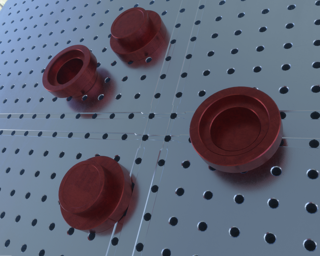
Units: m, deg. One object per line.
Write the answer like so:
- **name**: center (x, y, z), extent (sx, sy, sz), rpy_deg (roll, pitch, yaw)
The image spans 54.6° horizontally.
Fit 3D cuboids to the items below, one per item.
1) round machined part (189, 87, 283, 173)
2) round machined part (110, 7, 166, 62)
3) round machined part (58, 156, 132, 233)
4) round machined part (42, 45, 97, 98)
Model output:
- **round machined part**: center (0.086, 0.005, 0.350), extent (0.098, 0.042, 0.098), rpy_deg (-13, 56, 21)
- **round machined part**: center (-0.043, -0.163, 0.521), extent (0.098, 0.042, 0.098), rpy_deg (-13, 56, 21)
- **round machined part**: center (-0.089, 0.080, 0.396), extent (0.098, 0.042, 0.098), rpy_deg (-13, 56, 21)
- **round machined part**: center (-0.149, -0.092, 0.534), extent (0.098, 0.042, 0.098), rpy_deg (-13, 56, 21)
